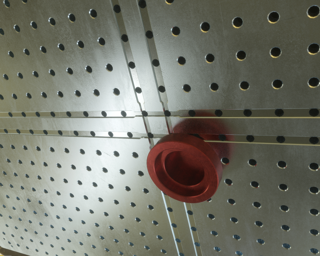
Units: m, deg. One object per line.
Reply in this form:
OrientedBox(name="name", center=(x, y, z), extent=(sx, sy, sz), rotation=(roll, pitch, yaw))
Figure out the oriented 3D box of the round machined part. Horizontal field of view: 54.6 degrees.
OrientedBox(name="round machined part", center=(0.035, 0.049, 0.412), extent=(0.098, 0.042, 0.097), rotation=(13, 124, 21))
